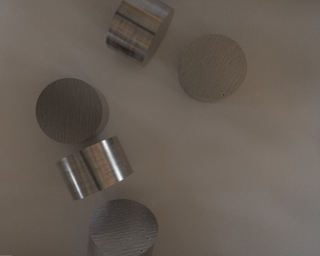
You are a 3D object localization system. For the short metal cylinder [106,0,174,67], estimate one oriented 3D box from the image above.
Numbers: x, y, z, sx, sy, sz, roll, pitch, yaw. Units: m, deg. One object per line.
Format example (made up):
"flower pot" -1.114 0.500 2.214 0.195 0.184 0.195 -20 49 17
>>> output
"short metal cylinder" -0.024 -0.123 0.383 0.050 0.080 0.080 30 90 0

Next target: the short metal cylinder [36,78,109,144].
"short metal cylinder" -0.109 -0.021 0.398 0.081 0.050 0.080 0 90 0

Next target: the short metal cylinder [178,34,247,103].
"short metal cylinder" 0.065 -0.074 0.399 0.081 0.050 0.080 0 90 0

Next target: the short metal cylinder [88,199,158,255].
"short metal cylinder" -0.046 0.134 0.376 0.080 0.080 0.050 12 125 0

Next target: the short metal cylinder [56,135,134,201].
"short metal cylinder" -0.080 0.048 0.383 0.080 0.080 0.050 -24 90 0
